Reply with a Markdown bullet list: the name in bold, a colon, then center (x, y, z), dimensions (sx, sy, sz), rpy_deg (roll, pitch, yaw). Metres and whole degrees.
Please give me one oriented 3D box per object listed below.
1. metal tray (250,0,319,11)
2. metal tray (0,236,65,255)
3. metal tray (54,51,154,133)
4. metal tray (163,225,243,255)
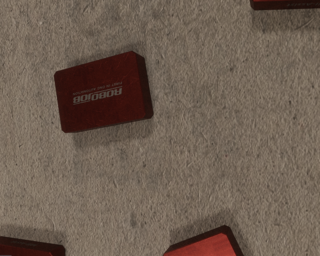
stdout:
- **metal tray**: center (0.172, -0.183, 0.345), dimensions (0.130, 0.030, 0.089), rpy_deg (5, 92, 19)
- **metal tray**: center (-0.211, 0.223, 0.479), dimensions (0.130, 0.030, 0.089), rpy_deg (0, 90, 19)
- **metal tray**: center (-0.081, -0.047, 0.433), dimensions (0.130, 0.030, 0.089), rpy_deg (-10, 87, 19)
- **metal tray**: center (0.071, 0.198, 0.381), dimensions (0.090, 0.030, 0.130), rpy_deg (-28, 81, 17)
